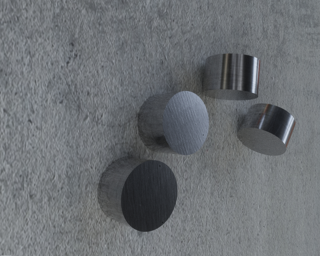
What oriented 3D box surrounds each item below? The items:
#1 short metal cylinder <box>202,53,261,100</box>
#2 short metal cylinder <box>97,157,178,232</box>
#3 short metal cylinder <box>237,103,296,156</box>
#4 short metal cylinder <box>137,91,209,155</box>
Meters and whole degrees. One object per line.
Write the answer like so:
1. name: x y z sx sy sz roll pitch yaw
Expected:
1. short metal cylinder: 0.105 -0.073 0.457 0.081 0.080 0.050 9 84 -40
2. short metal cylinder: -0.026 0.076 0.367 0.081 0.050 0.080 0 90 -40
3. short metal cylinder: 0.177 0.003 0.517 0.080 0.080 0.050 44 63 -31
4. short metal cylinder: 0.018 -0.006 0.403 0.081 0.050 0.080 0 90 -40
